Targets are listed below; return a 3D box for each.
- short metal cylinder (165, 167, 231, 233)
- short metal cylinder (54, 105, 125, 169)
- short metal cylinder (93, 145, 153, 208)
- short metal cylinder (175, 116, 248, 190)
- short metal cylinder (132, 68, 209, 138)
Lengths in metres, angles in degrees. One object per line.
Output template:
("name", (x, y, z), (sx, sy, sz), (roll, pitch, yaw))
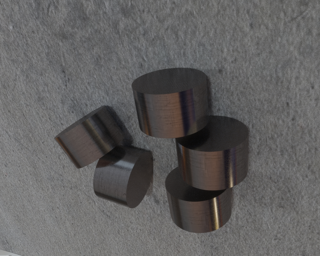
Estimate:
("short metal cylinder", (0.050, 0.086, 0.397), (0.080, 0.080, 0.050), (5, 121, 25))
("short metal cylinder", (-0.096, 0.011, 0.427), (0.080, 0.080, 0.050), (-23, 106, 36))
("short metal cylinder", (-0.050, 0.067, 0.437), (0.050, 0.080, 0.079), (13, 124, 21))
("short metal cylinder", (0.060, 0.026, 0.355), (0.080, 0.080, 0.050), (6, 121, 24))
("short metal cylinder", (0.013, -0.030, 0.345), (0.080, 0.080, 0.050), (6, 121, 25))
